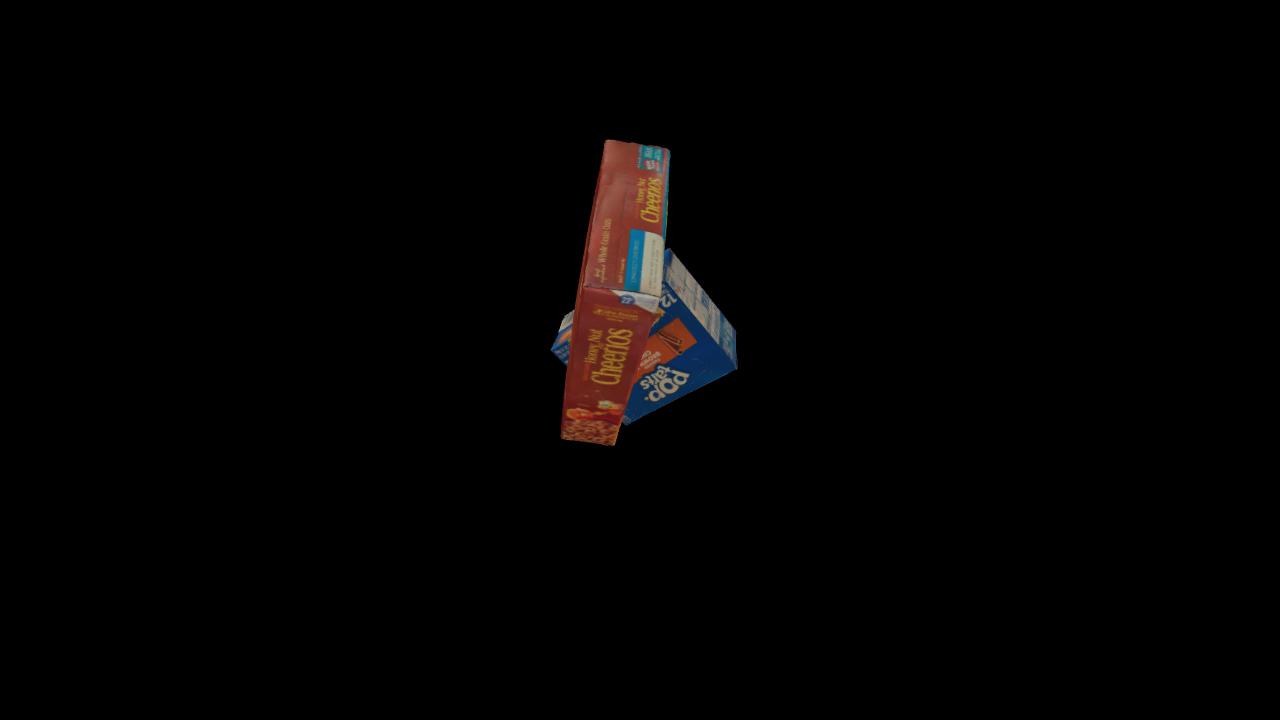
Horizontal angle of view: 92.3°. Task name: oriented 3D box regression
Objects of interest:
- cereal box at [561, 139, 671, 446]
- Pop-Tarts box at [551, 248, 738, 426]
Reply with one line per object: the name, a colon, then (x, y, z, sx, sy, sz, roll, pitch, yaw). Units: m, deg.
cereal box: (-0.033, -0.059, 0.698, 0.081, 0.203, 0.306, 9, -35, -7)
Pop-Tarts box: (0.007, -0.022, 0.726, 0.167, 0.141, 0.083, -29, 27, 27)
